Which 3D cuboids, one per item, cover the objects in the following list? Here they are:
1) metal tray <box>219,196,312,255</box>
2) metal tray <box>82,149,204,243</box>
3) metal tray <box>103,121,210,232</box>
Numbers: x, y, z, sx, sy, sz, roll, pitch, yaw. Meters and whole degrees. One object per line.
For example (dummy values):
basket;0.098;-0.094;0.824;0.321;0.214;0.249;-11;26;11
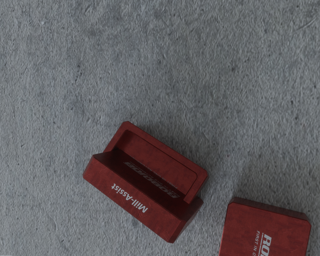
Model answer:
metal tray;0.117;0.156;0.365;0.090;0.030;0.129;11;94;19
metal tray;-0.018;0.075;0.380;0.130;0.090;0.030;33;103;17
metal tray;-0.015;0.061;0.399;0.130;0.030;0.090;32;86;17
